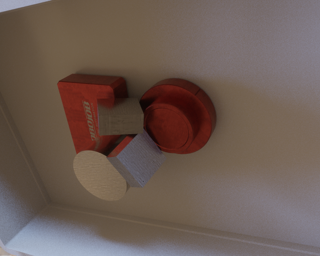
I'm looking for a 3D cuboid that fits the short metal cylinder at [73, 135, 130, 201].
[{"bbox_3d":[-0.068,0.050,0.417,0.080,0.050,0.079,13,124,20],"label":"short metal cylinder"}]

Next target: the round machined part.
[{"bbox_3d":[0.016,-0.008,0.381,0.098,0.042,0.097,13,124,20],"label":"round machined part"}]

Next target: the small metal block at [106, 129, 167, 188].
[{"bbox_3d":[-0.027,0.036,0.376,0.025,0.050,0.050,-12,121,53],"label":"small metal block"}]

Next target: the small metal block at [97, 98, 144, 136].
[{"bbox_3d":[-0.049,-0.015,0.372,0.050,0.050,0.025,-3,118,-13],"label":"small metal block"}]

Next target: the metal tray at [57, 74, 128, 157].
[{"bbox_3d":[-0.086,-0.009,0.439,0.090,0.030,0.129,7,122,24],"label":"metal tray"}]
